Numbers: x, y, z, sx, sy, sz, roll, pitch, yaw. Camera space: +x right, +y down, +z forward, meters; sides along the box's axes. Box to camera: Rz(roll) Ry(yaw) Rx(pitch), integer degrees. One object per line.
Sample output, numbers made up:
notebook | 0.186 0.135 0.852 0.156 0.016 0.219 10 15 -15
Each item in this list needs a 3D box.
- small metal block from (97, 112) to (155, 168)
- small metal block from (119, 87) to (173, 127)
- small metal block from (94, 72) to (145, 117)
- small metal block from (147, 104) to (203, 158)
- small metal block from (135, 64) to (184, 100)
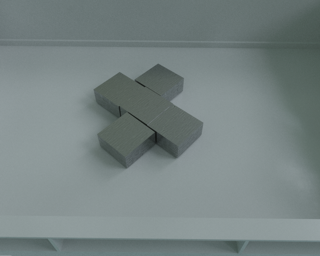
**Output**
small metal block | -0.042 0.014 0.391 0.050 0.025 0.050 35 59 26
small metal block | -0.018 -0.023 0.420 0.050 0.025 0.050 34 58 25
small metal block | -0.057 -0.047 0.442 0.050 0.025 0.050 34 58 25
small metal block | 0.020 0.003 0.400 0.050 0.025 0.050 34 58 25
small metal block | -0.001 -0.063 0.455 0.050 0.025 0.050 34 57 25
